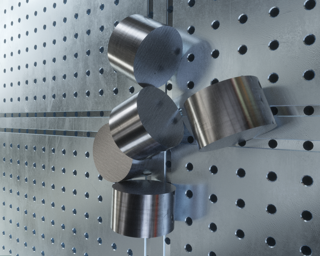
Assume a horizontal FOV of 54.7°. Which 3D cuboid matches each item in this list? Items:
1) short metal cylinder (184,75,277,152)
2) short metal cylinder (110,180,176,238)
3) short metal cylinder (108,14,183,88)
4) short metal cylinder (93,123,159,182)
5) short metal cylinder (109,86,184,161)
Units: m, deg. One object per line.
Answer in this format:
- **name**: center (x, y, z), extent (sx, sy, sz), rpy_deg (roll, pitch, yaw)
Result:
- **short metal cylinder**: center (0.070, -0.012, 0.316), extent (0.080, 0.081, 0.050), rpy_deg (-27, 73, 37)
- **short metal cylinder**: center (-0.021, 0.098, 0.391), extent (0.080, 0.081, 0.050), rpy_deg (5, 93, 40)
- **short metal cylinder**: center (-0.018, -0.095, 0.388), extent (0.050, 0.081, 0.079), rpy_deg (35, 112, 34)
- **short metal cylinder**: center (-0.048, 0.033, 0.433), extent (0.080, 0.050, 0.079), rpy_deg (0, 90, 40)
- **short metal cylinder**: center (-0.016, -0.005, 0.386), extent (0.050, 0.081, 0.080), rpy_deg (-28, 72, 36)
